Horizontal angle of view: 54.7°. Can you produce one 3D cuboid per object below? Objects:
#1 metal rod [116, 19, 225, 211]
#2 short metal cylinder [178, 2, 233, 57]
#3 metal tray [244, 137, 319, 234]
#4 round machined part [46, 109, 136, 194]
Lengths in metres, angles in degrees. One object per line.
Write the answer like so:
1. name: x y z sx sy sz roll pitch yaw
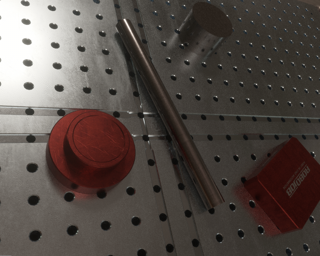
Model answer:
1. metal rod: 0.007 -0.030 0.431 0.025 0.025 0.299 -14 69 -34
2. short metal cylinder: 0.079 -0.172 0.542 0.081 0.050 0.080 14 56 -21
3. metal tray: 0.194 0.080 0.463 0.131 0.030 0.090 -32 80 -38
4. round machined part: -0.073 0.020 0.347 0.099 0.042 0.098 14 56 -21
